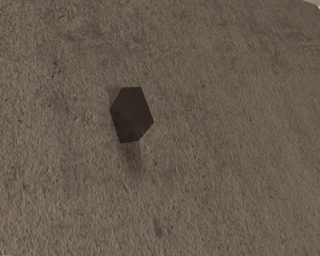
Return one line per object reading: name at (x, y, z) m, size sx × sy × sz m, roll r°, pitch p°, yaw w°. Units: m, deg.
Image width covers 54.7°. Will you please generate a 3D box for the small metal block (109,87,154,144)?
small metal block at (-0.036, -0.015, 0.379) m, size 0.025 × 0.050 × 0.050 m, roll -7°, pitch 66°, yaw -32°
